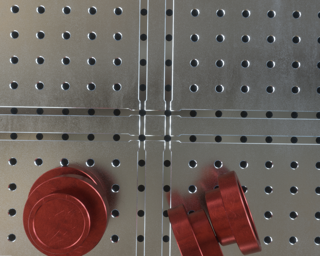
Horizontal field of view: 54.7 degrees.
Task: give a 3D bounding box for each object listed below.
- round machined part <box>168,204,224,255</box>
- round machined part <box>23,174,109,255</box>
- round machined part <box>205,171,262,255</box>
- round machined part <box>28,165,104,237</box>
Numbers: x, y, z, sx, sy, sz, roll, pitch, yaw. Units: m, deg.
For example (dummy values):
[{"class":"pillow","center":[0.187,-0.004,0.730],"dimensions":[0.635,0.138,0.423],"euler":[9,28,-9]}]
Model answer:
[{"class":"round machined part","center":[0.047,0.138,0.378],"dimensions":[0.042,0.098,0.098],"euler":[-22,90,0]},{"class":"round machined part","center":[-0.112,0.106,0.361],"dimensions":[0.099,0.042,0.097],"euler":[0,90,-1]},{"class":"round machined part","center":[0.087,0.105,0.380],"dimensions":[0.042,0.098,0.098],"euler":[-20,90,13]},{"class":"round machined part","center":[-0.124,0.100,0.403],"dimensions":[0.099,0.042,0.097],"euler":[0,90,-1]}]
